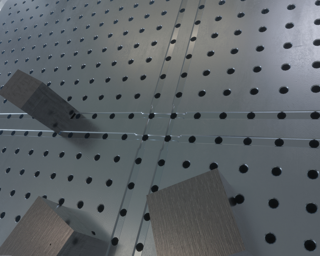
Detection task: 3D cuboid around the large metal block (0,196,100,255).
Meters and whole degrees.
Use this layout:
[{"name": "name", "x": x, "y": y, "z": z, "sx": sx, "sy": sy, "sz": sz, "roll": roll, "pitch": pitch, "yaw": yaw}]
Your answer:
[{"name": "large metal block", "x": -0.135, "y": 0.143, "z": 0.377, "sx": 0.080, "sy": 0.050, "sz": 0.080, "roll": 26, "pitch": 76, "yaw": 37}]

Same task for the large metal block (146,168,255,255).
[{"name": "large metal block", "x": 0.039, "y": 0.098, "z": 0.312, "sx": 0.080, "sy": 0.050, "sz": 0.080, "roll": -24, "pitch": 53, "yaw": 14}]

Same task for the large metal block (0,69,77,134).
[{"name": "large metal block", "x": -0.199, "y": -0.043, "z": 0.505, "sx": 0.080, "sy": 0.080, "sz": 0.050, "roll": 26, "pitch": 76, "yaw": 37}]
